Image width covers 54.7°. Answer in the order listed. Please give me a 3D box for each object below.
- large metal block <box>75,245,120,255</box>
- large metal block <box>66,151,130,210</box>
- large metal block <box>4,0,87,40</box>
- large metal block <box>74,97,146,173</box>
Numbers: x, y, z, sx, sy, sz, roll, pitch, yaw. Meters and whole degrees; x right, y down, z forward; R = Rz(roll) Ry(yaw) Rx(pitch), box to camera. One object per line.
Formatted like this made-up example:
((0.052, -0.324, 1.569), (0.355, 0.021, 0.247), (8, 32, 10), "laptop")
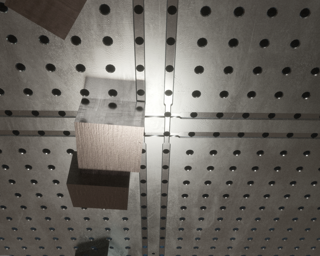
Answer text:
((-0.125, 0.295, 0.645), (0.080, 0.050, 0.080), (-18, 128, 14), "large metal block")
((-0.085, 0.078, 0.449), (0.081, 0.050, 0.080), (5, 144, -5), "large metal block")
((-0.077, -0.135, 0.260), (0.050, 0.080, 0.080), (29, 124, -23), "large metal block")
((-0.063, 0.010, 0.403), (0.081, 0.050, 0.079), (4, 130, -5), "large metal block")
